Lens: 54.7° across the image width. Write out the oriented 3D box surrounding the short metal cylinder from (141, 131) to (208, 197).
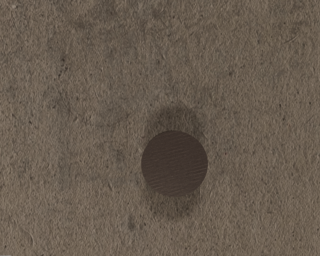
[{"bbox_3d":[0.017,0.043,0.398,0.081,0.050,0.079,0,90,-1],"label":"short metal cylinder"}]
